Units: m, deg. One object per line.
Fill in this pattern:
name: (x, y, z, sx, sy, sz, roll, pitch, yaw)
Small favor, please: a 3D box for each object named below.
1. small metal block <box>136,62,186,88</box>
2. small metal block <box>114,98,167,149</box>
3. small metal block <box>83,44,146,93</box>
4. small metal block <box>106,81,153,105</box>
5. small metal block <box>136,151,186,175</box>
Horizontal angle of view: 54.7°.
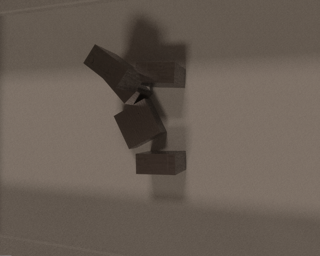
small metal block: (0.002, -0.067, 0.396, 0.050, 0.050, 0.025, 4, 91, 19)
small metal block: (-0.026, -0.005, 0.419, 0.050, 0.025, 0.050, -28, 81, 17)
small metal block: (-0.051, -0.068, 0.361, 0.050, 0.050, 0.025, 38, 102, 16)
small metal block: (-0.043, -0.057, 0.411, 0.025, 0.050, 0.050, -44, 77, 14)
small metal block: (0.003, 0.043, 0.396, 0.050, 0.050, 0.025, -1, 90, 19)
